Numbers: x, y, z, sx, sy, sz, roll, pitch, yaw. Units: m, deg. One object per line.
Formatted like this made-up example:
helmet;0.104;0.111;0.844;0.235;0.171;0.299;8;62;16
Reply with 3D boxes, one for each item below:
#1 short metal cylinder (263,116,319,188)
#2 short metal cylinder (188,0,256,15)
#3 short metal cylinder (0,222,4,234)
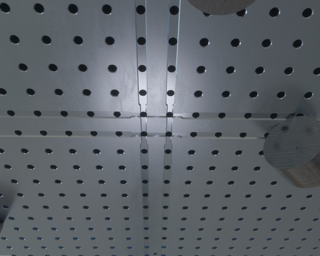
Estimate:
short metal cylinder;0.184;0.031;0.404;0.080;0.080;0.050;-35;122;26
short metal cylinder;0.053;-0.147;0.270;0.081;0.050;0.079;0;130;0
short metal cylinder;-0.318;0.200;0.542;0.050;0.080;0.080;27;125;-21
